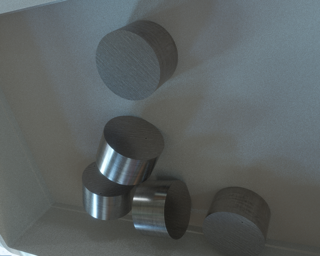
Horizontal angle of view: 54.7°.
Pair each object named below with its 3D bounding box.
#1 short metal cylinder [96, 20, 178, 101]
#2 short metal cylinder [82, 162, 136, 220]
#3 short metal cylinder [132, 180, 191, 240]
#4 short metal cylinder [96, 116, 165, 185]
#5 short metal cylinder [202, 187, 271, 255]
[{"bbox_3d":[-0.026,-0.078,0.358,0.080,0.050,0.079,13,124,21],"label":"short metal cylinder"},{"bbox_3d":[-0.077,0.091,0.470,0.080,0.080,0.050,20,126,16],"label":"short metal cylinder"},{"bbox_3d":[0.004,0.114,0.442,0.050,0.080,0.080,-5,116,30],"label":"short metal cylinder"},{"bbox_3d":[-0.040,0.029,0.412,0.080,0.080,0.050,31,128,8],"label":"short metal cylinder"},{"bbox_3d":[0.103,0.126,0.416,0.080,0.050,0.079,13,124,21],"label":"short metal cylinder"}]
